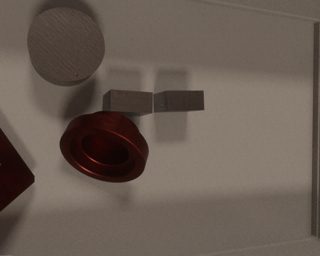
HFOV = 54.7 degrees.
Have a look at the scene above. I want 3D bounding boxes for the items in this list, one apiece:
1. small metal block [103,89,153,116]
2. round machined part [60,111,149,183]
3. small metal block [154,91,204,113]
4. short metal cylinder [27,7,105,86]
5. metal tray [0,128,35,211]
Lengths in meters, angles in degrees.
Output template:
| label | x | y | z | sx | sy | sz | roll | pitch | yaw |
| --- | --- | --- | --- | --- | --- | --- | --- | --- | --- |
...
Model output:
| label | x | y | z | sx | sy | sz | roll | pitch | yaw |
| --- | --- | --- | --- | --- | --- | --- | --- | --- | --- |
| small metal block | -0.041 | -0.030 | 0.382 | 0.050 | 0.050 | 0.025 | 2 | 87 | -21 |
| round machined part | -0.061 | 0.018 | 0.360 | 0.098 | 0.098 | 0.042 | 32 | 44 | -18 |
| small metal block | 0.024 | -0.034 | 0.407 | 0.050 | 0.050 | 0.025 | -2 | 91 | -20 |
| short metal cylinder | -0.108 | -0.091 | 0.358 | 0.081 | 0.050 | 0.079 | 0 | 90 | -21 |
| metal tray | -0.188 | 0.050 | 0.289 | 0.030 | 0.130 | 0.090 | -25 | 103 | 21 |
